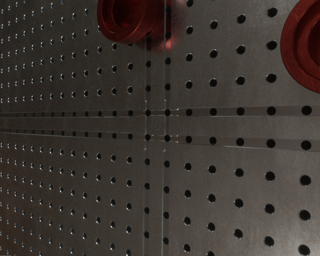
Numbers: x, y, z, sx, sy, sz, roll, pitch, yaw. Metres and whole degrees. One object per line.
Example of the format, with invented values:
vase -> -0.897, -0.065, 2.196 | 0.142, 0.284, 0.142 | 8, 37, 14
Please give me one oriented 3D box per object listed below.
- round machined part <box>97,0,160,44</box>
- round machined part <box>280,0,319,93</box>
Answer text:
round machined part -> -0.040, -0.165, 0.429 | 0.098, 0.042, 0.097 | 0, 90, 39
round machined part -> 0.160, -0.075, 0.266 | 0.098, 0.042, 0.097 | 0, 90, 39
